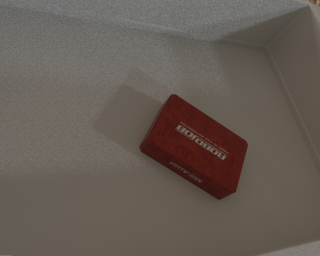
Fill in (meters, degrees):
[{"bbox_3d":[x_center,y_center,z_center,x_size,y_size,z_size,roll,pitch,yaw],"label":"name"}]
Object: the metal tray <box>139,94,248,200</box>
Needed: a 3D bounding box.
[{"bbox_3d":[0.049,0.024,0.414,0.130,0.030,0.090,33,51,-7],"label":"metal tray"}]
